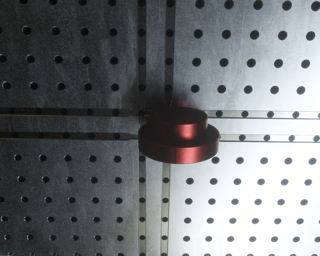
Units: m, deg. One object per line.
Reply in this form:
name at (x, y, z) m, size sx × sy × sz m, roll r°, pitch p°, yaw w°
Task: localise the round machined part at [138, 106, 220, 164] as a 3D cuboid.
round machined part at (0.023, 0.003, 0.376) m, size 0.099 × 0.098 × 0.042 m, roll 0°, pitch 110°, yaw -1°
